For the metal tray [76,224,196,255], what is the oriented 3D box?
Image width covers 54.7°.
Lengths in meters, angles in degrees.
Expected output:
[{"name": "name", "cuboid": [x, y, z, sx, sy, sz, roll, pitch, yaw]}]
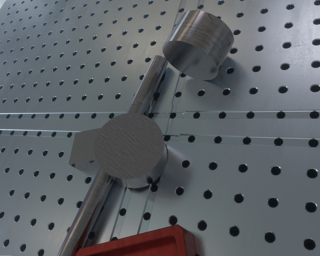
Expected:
[{"name": "metal tray", "cuboid": [-0.025, 0.161, 0.319, 0.130, 0.030, 0.090, -19, 54, 16]}]

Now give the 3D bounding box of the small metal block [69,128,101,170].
[{"name": "small metal block", "cuboid": [-0.097, 0.030, 0.441, 0.050, 0.025, 0.050, -10, 57, 22]}]

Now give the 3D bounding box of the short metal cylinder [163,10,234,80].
[{"name": "short metal cylinder", "cuboid": [0.051, -0.108, 0.413, 0.080, 0.080, 0.050, 18, 72, 35]}]

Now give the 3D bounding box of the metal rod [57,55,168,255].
[{"name": "metal rod", "cuboid": [-0.055, 0.027, 0.420, 0.025, 0.025, 0.300, 11, 67, 32]}]

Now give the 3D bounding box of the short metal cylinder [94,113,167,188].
[{"name": "short metal cylinder", "cuboid": [-0.033, 0.028, 0.376, 0.080, 0.050, 0.080, -2, 67, 5]}]
